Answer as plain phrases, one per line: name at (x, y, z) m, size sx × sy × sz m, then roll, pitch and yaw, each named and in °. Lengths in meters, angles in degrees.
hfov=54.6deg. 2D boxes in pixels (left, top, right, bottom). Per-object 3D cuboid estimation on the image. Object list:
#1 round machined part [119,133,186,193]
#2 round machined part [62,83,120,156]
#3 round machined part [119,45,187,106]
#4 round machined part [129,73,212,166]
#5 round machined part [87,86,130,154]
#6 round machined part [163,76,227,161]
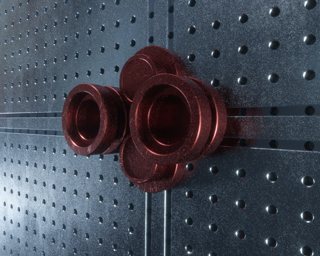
round machined part at (-0.016, 0.038, 0.412) m, size 0.098 × 0.042 × 0.097 m, roll 0°, pitch 90°, yaw 40°
round machined part at (-0.091, -0.012, 0.432) m, size 0.098 × 0.042 × 0.097 m, roll 0°, pitch 90°, yaw 40°
round machined part at (-0.016, -0.061, 0.412) m, size 0.098 × 0.042 × 0.097 m, roll 0°, pitch 90°, yaw 40°
round machined part at (0.015, -0.009, 0.344) m, size 0.098 × 0.042 × 0.097 m, roll 0°, pitch 90°, yaw 40°
round machined part at (-0.068, -0.011, 0.455) m, size 0.098 × 0.042 × 0.097 m, roll 0°, pitch 90°, yaw 40°
round machined part at (0.036, -0.010, 0.369) m, size 0.098 × 0.042 × 0.097 m, roll 0°, pitch 90°, yaw 40°
